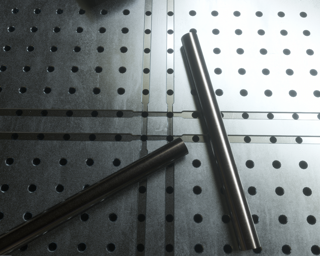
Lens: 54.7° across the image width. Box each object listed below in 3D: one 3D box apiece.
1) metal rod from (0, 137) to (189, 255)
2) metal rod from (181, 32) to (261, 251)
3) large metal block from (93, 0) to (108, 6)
[{"bbox_3d":[-0.100,0.093,0.376,0.302,0.025,0.025,-28,73,-10],"label":"metal rod"},{"bbox_3d":[0.074,0.003,0.410,0.025,0.025,0.299,-11,70,-4],"label":"metal rod"},{"bbox_3d":[-0.090,-0.255,0.491,0.080,0.050,0.080,-31,73,-11],"label":"large metal block"}]
